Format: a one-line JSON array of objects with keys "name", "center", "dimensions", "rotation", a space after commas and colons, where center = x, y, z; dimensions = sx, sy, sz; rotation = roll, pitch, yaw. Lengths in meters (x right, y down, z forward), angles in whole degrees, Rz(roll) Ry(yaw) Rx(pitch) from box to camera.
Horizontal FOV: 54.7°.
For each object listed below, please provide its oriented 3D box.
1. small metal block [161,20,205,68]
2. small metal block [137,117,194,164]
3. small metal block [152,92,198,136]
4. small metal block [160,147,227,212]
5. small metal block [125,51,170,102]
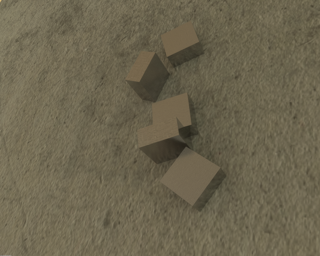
[{"name": "small metal block", "center": [0.033, -0.125, 0.462], "dimensions": [0.050, 0.025, 0.050], "rotation": [-23, 53, 14]}, {"name": "small metal block", "center": [0.007, 0.016, 0.373], "dimensions": [0.050, 0.050, 0.025], "rotation": [-19, 55, 17]}, {"name": "small metal block", "center": [0.019, -0.012, 0.401], "dimensions": [0.050, 0.025, 0.050], "rotation": [-16, 55, 18]}, {"name": "small metal block", "center": [0.037, 0.057, 0.349], "dimensions": [0.050, 0.025, 0.050], "rotation": [31, 79, 37]}, {"name": "small metal block", "center": [-0.016, -0.072, 0.439], "dimensions": [0.025, 0.050, 0.050], "rotation": [14, 69, 33]}]
